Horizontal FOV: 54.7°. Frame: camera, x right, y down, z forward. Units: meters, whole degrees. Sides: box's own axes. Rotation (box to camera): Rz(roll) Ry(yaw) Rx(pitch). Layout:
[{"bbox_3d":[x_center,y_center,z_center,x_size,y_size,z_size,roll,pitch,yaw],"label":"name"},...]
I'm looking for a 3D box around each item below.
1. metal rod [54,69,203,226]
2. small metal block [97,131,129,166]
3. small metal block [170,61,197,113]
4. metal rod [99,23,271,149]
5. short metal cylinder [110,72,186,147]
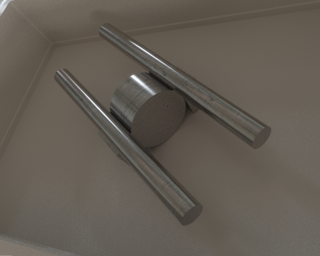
[{"bbox_3d":[-0.059,0.000,0.370,0.025,0.025,0.300,-45,51,-4],"label":"metal rod"},{"bbox_3d":[-0.046,0.022,0.397,0.025,0.050,0.050,-45,51,-3],"label":"small metal block"},{"bbox_3d":[0.029,-0.053,0.403,0.025,0.050,0.050,-45,51,-3],"label":"small metal block"},{"bbox_3d":[0.006,-0.069,0.378,0.025,0.025,0.300,-45,51,-4],"label":"metal rod"},{"bbox_3d":[-0.015,-0.023,0.389,0.080,0.080,0.050,-45,51,-3],"label":"short metal cylinder"}]
